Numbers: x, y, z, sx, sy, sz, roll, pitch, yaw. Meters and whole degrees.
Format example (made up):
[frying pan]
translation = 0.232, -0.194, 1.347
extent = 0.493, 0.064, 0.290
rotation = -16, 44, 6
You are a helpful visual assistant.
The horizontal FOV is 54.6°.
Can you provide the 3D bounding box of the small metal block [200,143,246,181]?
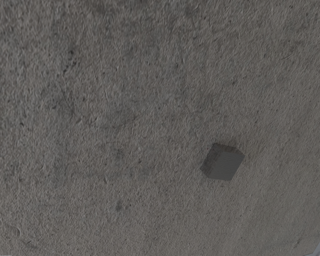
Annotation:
[small metal block]
translation = 0.100, 0.055, 0.494
extent = 0.050, 0.025, 0.050
rotation = 13, 112, -34
